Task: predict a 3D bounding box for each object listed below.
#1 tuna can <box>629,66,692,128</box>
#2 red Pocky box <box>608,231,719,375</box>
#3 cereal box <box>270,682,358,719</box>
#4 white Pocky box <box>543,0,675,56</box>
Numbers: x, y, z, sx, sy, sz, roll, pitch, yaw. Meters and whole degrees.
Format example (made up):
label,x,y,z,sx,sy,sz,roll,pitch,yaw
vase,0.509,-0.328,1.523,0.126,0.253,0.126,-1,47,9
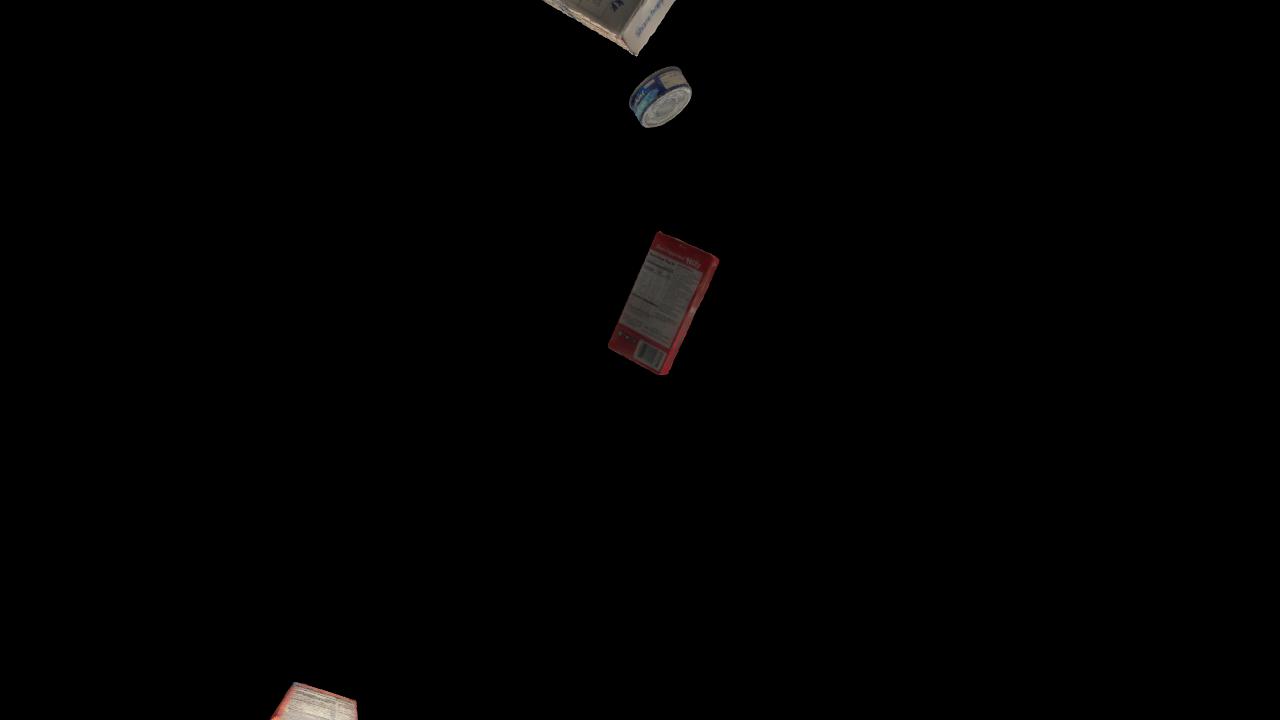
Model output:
label,x,y,z,sx,sy,sz,roll,pitch,yaw
tuna can,0.029,-0.359,0.845,0.084,0.034,0.084,-29,-6,-3
red Pocky box,0.027,-0.067,0.737,0.083,0.155,0.028,29,12,25
cereal box,-0.300,0.382,0.474,0.081,0.203,0.306,28,-28,-14
white Pocky box,-0.033,-0.276,0.414,0.154,0.084,0.028,43,13,26
